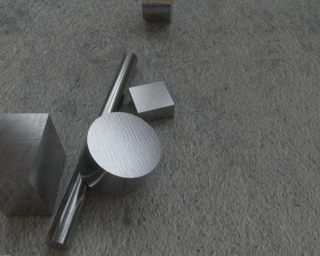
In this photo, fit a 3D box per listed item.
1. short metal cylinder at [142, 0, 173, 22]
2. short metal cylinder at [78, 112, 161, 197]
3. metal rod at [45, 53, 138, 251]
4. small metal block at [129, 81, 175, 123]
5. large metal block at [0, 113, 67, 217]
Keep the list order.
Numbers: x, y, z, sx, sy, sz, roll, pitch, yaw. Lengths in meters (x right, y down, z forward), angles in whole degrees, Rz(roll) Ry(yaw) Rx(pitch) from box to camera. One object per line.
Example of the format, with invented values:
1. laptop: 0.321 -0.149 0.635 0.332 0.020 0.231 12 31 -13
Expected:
1. short metal cylinder: -0.002 -0.238 0.567 0.050 0.080 0.080 5 50 4
2. short metal cylinder: -0.046 0.029 0.345 0.081 0.050 0.080 14 52 -18
3. metal rod: -0.074 0.003 0.399 0.025 0.025 0.300 8 50 7
4. small metal block: -0.012 -0.036 0.433 0.050 0.025 0.050 -14 51 -12
5. large metal block: -0.143 0.041 0.332 0.050 0.080 0.080 0 50 0
